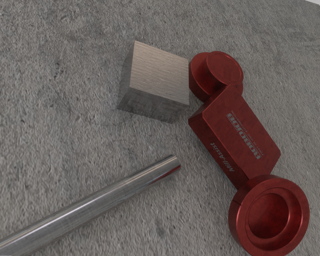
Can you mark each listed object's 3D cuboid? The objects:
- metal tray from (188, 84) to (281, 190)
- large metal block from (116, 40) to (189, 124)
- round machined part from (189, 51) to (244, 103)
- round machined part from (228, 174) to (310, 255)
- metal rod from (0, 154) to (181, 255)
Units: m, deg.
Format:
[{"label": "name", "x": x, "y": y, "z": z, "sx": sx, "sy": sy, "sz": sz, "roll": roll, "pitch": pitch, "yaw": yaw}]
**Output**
[{"label": "metal tray", "x": 0.107, "y": 0.014, "z": 0.430, "sx": 0.130, "sy": 0.030, "sz": 0.090, "roll": 53, "pitch": 51, "yaw": -8}, {"label": "large metal block", "x": -0.009, "y": -0.061, "z": 0.420, "sx": 0.081, "sy": 0.050, "sz": 0.080, "roll": 15, "pitch": 56, "yaw": -20}, {"label": "round machined part", "x": 0.093, "y": -0.083, "z": 0.494, "sx": 0.099, "sy": 0.042, "sz": 0.098, "roll": 14, "pitch": 56, "yaw": -21}, {"label": "round machined part", "x": 0.127, "y": 0.104, "z": 0.378, "sx": 0.099, "sy": 0.042, "sz": 0.097, "roll": -1, "pitch": 95, "yaw": -16}, {"label": "metal rod", "x": -0.095, "y": 0.092, "z": 0.296, "sx": 0.302, "sy": 0.025, "sz": 0.025, "roll": -23, "pitch": 74, "yaw": -36}]
